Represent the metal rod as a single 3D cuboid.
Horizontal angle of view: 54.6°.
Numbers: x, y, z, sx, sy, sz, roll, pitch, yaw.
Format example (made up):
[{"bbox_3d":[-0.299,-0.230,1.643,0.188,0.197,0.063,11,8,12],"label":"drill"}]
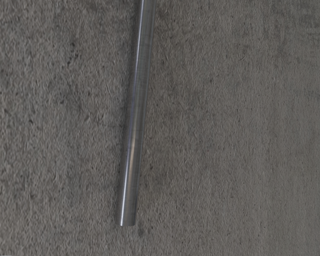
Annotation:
[{"bbox_3d":[-0.028,-0.035,0.380,0.025,0.025,0.299,9,85,-40],"label":"metal rod"}]
